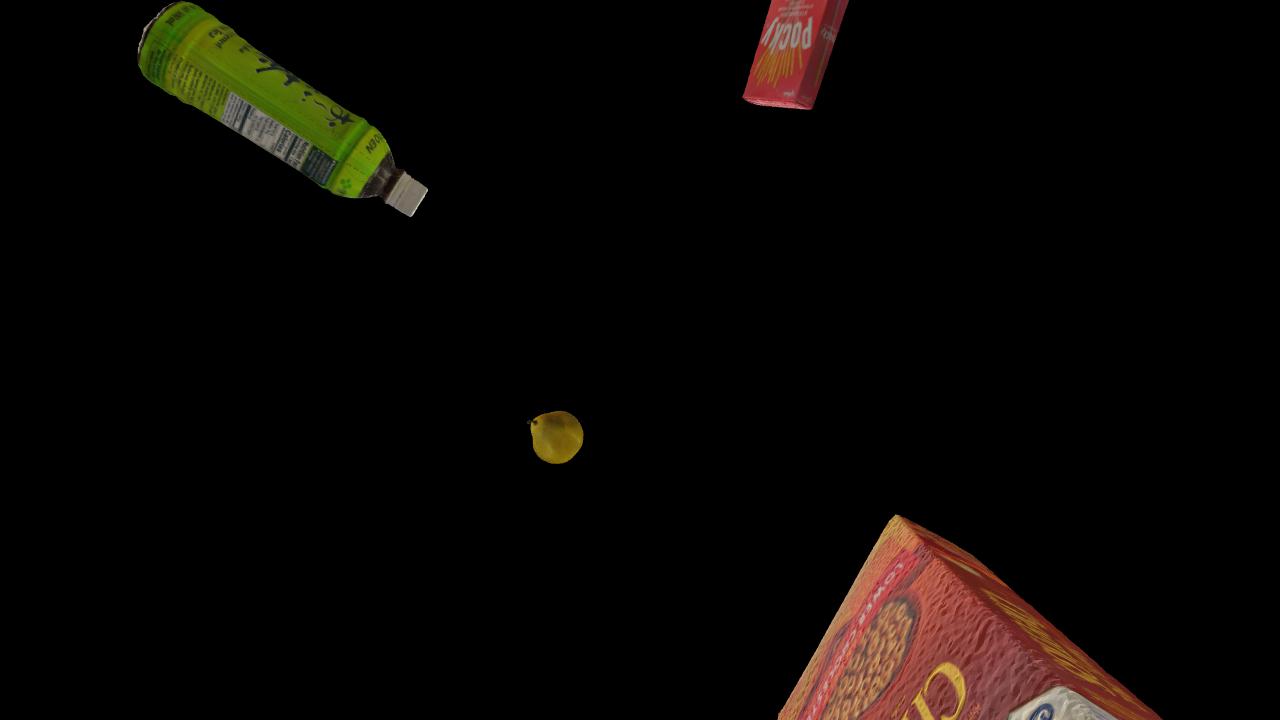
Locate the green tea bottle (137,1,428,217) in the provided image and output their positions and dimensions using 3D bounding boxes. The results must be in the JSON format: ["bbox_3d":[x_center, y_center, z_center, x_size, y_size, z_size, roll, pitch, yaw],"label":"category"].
[{"bbox_3d":[-0.277,-0.190,0.503,0.212,0.073,0.073,35,-15,-23],"label":"green tea bottle"}]

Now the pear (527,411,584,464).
[{"bbox_3d":[-0.132,0.102,0.909,0.080,0.080,0.111,0,-36,23],"label":"pear"}]

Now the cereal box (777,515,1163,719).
[{"bbox_3d":[0.158,0.222,0.347,0.081,0.203,0.306,29,5,11],"label":"cereal box"}]

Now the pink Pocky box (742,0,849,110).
[{"bbox_3d":[0.160,-0.333,0.611,0.029,0.155,0.084,5,20,-34],"label":"pink Pocky box"}]
